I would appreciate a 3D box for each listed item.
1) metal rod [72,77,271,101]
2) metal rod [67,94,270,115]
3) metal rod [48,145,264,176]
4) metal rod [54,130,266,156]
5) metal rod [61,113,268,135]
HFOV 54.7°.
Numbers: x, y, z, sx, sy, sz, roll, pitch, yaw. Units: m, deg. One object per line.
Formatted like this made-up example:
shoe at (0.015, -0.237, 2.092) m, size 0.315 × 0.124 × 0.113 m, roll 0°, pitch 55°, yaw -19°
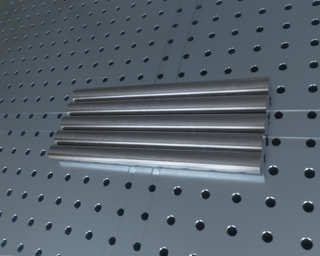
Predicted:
metal rod at (-0.002, -0.050, 0.439) m, size 0.300 × 0.025 × 0.025 m, roll 1°, pitch 62°, yaw 28°
metal rod at (-0.008, -0.028, 0.428) m, size 0.300 × 0.025 × 0.025 m, roll 1°, pitch 62°, yaw 28°
metal rod at (-0.025, 0.038, 0.397) m, size 0.300 × 0.025 × 0.025 m, roll 0°, pitch 62°, yaw 27°
metal rod at (-0.020, 0.017, 0.407) m, size 0.300 × 0.025 × 0.025 m, roll 1°, pitch 62°, yaw 28°
metal rod at (-0.014, -0.005, 0.417) m, size 0.300 × 0.025 × 0.025 m, roll 1°, pitch 62°, yaw 28°
